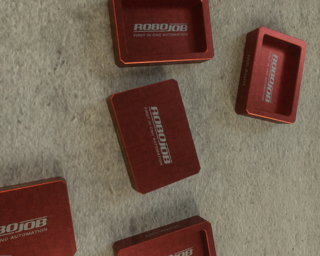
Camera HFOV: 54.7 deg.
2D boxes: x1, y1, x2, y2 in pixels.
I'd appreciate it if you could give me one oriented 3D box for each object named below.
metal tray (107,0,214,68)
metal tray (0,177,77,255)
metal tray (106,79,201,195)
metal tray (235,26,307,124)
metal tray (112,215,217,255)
[{"bbox_3d":[0.003,-0.130,0.408,0.131,0.030,0.089,-8,93,-20],"label":"metal tray"},{"bbox_3d":[-0.167,0.111,0.345,0.131,0.030,0.089,-9,93,-20],"label":"metal tray"},{"bbox_3d":[-0.007,0.010,0.405,0.091,0.030,0.129,-18,96,-20],"label":"metal tray"},{"bbox_3d":[0.169,-0.077,0.470,0.091,0.030,0.129,11,86,-20],"label":"metal tray"},{"bbox_3d":[0.011,0.180,0.411,0.131,0.030,0.089,-12,94,-20],"label":"metal tray"}]
